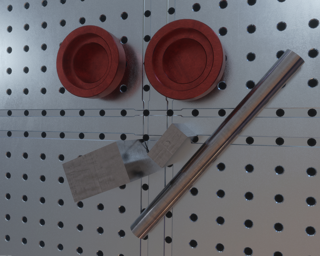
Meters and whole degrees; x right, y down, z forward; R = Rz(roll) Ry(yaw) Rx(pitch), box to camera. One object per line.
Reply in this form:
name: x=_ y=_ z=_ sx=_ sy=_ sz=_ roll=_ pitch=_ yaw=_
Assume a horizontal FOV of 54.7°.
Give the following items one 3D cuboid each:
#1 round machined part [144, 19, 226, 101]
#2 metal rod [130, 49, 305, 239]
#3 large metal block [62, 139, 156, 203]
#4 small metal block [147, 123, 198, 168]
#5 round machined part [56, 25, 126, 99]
round machined part: x=0.034 y=-0.083 z=0.392 sx=0.098 sy=0.042 sz=0.097 roll=0 pitch=90 yaw=20
metal rod: x=0.063 y=0.029 z=0.390 sx=0.025 sy=0.025 sz=0.299 roll=43 pitch=103 yaw=15
large metal block: x=-0.064 y=0.053 z=0.406 sx=0.080 sy=0.080 sz=0.050 roll=-23 pitch=83 yaw=18
small metal block: x=0.017 y=0.021 z=0.393 sx=0.025 sy=0.050 sz=0.050 roll=42 pitch=103 yaw=15
round machined part: x=-0.092 y=-0.090 z=0.436 sx=0.098 sy=0.042 sz=0.097 roll=0 pitch=90 yaw=20
